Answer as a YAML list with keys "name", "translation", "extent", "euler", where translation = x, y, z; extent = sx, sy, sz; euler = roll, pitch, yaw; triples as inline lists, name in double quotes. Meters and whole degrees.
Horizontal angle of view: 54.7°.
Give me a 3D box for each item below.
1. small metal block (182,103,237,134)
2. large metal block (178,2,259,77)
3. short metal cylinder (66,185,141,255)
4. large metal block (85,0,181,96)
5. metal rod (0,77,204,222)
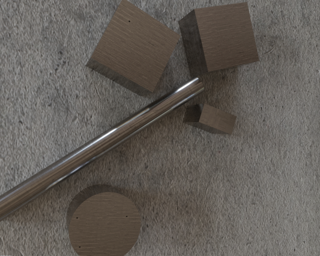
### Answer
- name: "small metal block"
  translation: [0.066, -0.012, 0.420]
  extent: [0.050, 0.050, 0.025]
  euler: [20, 84, -19]
- name: "large metal block"
  translation: [0.080, -0.120, 0.425]
  extent: [0.081, 0.050, 0.080]
  euler: [-15, 95, -20]
- name: "short metal cylinder"
  translation: [-0.069, 0.112, 0.371]
  extent: [0.081, 0.050, 0.080]
  euler: [0, 90, -20]
- name: "large metal block"
  translation: [-0.034, -0.096, 0.383]
  extent: [0.080, 0.050, 0.080]
  euler: [28, 81, -18]
- name: "metal rod"
  translation: [-0.068, 0.018, 0.384]
  extent: [0.302, 0.025, 0.025]
  euler: [-33, 101, -17]
